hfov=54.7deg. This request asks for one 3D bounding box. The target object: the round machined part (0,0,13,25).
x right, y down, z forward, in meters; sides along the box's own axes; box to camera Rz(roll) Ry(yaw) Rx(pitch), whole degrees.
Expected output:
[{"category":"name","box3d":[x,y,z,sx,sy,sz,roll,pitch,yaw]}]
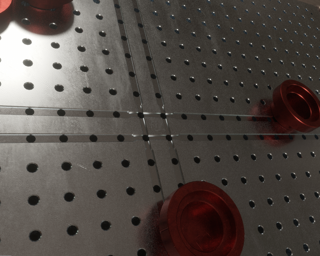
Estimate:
[{"category":"round machined part","box3d":[-0.233,-0.171,0.376,0.099,0.042,0.098,14,56,-21]}]

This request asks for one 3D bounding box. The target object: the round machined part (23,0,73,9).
[{"category":"round machined part","box3d":[-0.165,-0.207,0.435,0.099,0.042,0.098,14,55,-21]}]

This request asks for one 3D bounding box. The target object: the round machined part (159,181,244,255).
[{"category":"round machined part","box3d":[0.043,0.114,0.353,0.099,0.042,0.098,14,56,-21]}]

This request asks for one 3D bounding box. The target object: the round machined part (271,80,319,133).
[{"category":"round machined part","box3d":[0.238,-0.034,0.550,0.099,0.042,0.098,14,56,-21]}]
